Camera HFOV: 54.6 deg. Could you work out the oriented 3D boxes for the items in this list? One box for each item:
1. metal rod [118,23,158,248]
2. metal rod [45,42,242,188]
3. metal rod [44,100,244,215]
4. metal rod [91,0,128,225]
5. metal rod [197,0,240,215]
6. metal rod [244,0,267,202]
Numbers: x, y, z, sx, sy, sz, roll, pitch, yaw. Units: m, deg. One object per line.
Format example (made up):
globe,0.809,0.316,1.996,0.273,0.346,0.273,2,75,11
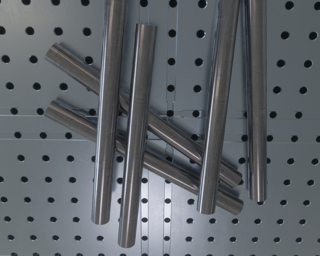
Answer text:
metal rod,-0.031,0.025,0.394,0.025,0.025,0.298,6,110,-2
metal rod,-0.012,-0.010,0.409,0.301,0.025,0.025,35,106,-12
metal rod,-0.014,0.045,0.429,0.301,0.025,0.025,29,108,-10
metal rod,-0.064,-0.012,0.380,0.025,0.025,0.298,7,110,-3
metal rod,0.072,-0.034,0.384,0.025,0.025,0.298,4,104,-1
metal rod,0.125,-0.039,0.399,0.025,0.025,0.298,-6,110,2
